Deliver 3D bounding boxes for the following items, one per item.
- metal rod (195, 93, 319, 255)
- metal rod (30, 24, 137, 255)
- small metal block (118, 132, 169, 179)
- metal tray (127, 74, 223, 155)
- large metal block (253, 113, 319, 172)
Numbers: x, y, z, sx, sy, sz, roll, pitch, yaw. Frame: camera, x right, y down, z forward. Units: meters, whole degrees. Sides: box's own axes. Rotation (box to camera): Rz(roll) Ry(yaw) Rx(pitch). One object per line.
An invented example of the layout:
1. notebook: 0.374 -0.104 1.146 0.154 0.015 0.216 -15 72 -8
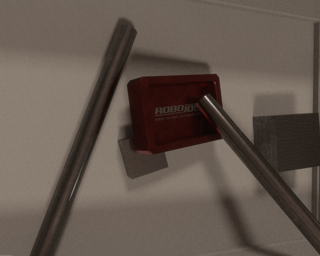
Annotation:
1. metal rod: 0.149 0.078 0.391 0.025 0.025 0.300 -36 81 -17
2. metal rod: -0.090 0.014 0.377 0.025 0.025 0.299 22 83 -19
3. small metal block: -0.022 0.033 0.403 0.050 0.025 0.050 -16 96 -20
4. metal tray: 0.026 -0.021 0.399 0.131 0.030 0.089 -9 93 -36
5. large metal block: 0.192 0.020 0.470 0.081 0.050 0.079 -4 92 -20
